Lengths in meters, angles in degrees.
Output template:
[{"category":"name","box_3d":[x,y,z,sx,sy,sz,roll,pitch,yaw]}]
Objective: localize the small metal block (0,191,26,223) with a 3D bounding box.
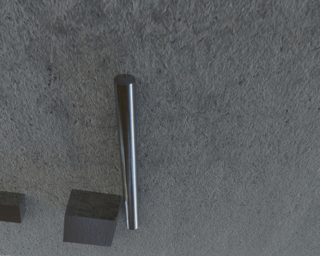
[{"category":"small metal block","box_3d":[-0.255,0.132,0.517,0.050,0.025,0.050,10,130,-9]}]

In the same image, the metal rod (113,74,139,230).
[{"category":"metal rod","box_3d":[-0.045,0.057,0.455,0.025,0.025,0.298,1,130,-1]}]

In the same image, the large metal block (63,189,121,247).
[{"category":"large metal block","box_3d":[-0.114,0.152,0.519,0.081,0.050,0.079,10,130,-9]}]
